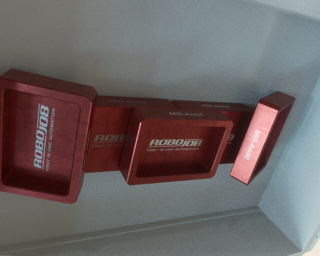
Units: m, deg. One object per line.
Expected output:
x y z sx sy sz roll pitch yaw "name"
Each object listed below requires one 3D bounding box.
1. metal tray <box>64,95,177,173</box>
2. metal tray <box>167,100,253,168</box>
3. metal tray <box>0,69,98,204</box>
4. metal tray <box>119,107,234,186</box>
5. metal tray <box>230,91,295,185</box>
-0.048 0.008 0.383 0.131 0.030 0.089 0 118 -28 "metal tray"
0.067 0.009 0.446 0.131 0.030 0.089 0 118 -28 "metal tray"
-0.121 0.013 0.322 0.091 0.030 0.129 12 115 -6 "metal tray"
0.021 0.023 0.390 0.131 0.030 0.089 1 118 -29 "metal tray"
0.157 0.014 0.472 0.091 0.030 0.129 -21 132 -52 "metal tray"
